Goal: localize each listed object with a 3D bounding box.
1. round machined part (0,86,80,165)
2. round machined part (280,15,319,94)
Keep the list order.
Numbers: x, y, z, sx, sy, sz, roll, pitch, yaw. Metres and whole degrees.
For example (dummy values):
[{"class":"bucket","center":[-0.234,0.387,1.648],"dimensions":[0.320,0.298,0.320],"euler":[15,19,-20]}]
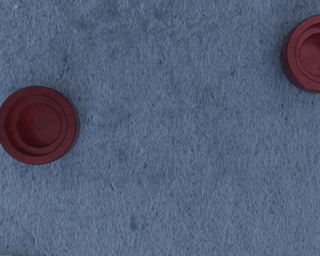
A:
[{"class":"round machined part","center":[-0.152,-0.003,0.400],"dimensions":[0.099,0.042,0.097],"euler":[0,90,0]},{"class":"round machined part","center":[0.205,-0.093,0.403],"dimensions":[0.099,0.042,0.097],"euler":[0,90,0]}]
